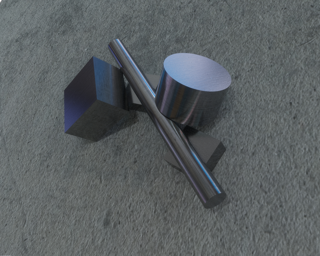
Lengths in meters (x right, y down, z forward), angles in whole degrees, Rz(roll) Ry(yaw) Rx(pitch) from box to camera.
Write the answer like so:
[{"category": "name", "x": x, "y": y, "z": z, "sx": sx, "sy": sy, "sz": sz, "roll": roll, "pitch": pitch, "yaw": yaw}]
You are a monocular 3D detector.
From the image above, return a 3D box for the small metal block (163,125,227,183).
[{"category": "small metal block", "x": 0.041, "y": 0.031, "z": 0.364, "sx": 0.050, "sy": 0.025, "sz": 0.050, "roll": 27, "pitch": 76, "yaw": 37}]

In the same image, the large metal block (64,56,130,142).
[{"category": "large metal block", "x": -0.093, "y": -0.039, "z": 0.439, "sx": 0.080, "sy": 0.050, "sz": 0.080, "roll": -39, "pitch": 48, "yaw": 32}]

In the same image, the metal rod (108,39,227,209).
[{"category": "metal rod", "x": -0.008, "y": -0.029, "z": 0.394, "sx": 0.025, "sy": 0.025, "sz": 0.300, "roll": -35, "pitch": 51, "yaw": 4}]

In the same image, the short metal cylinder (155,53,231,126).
[{"category": "short metal cylinder", "x": 0.038, "y": -0.048, "z": 0.372, "sx": 0.081, "sy": 0.050, "sz": 0.080, "roll": 9, "pitch": 41, "yaw": -8}]

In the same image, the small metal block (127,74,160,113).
[{"category": "small metal block", "x": -0.022, "y": -0.050, "z": 0.447, "sx": 0.050, "sy": 0.025, "sz": 0.050, "roll": 13, "pitch": 68, "yaw": 33}]
